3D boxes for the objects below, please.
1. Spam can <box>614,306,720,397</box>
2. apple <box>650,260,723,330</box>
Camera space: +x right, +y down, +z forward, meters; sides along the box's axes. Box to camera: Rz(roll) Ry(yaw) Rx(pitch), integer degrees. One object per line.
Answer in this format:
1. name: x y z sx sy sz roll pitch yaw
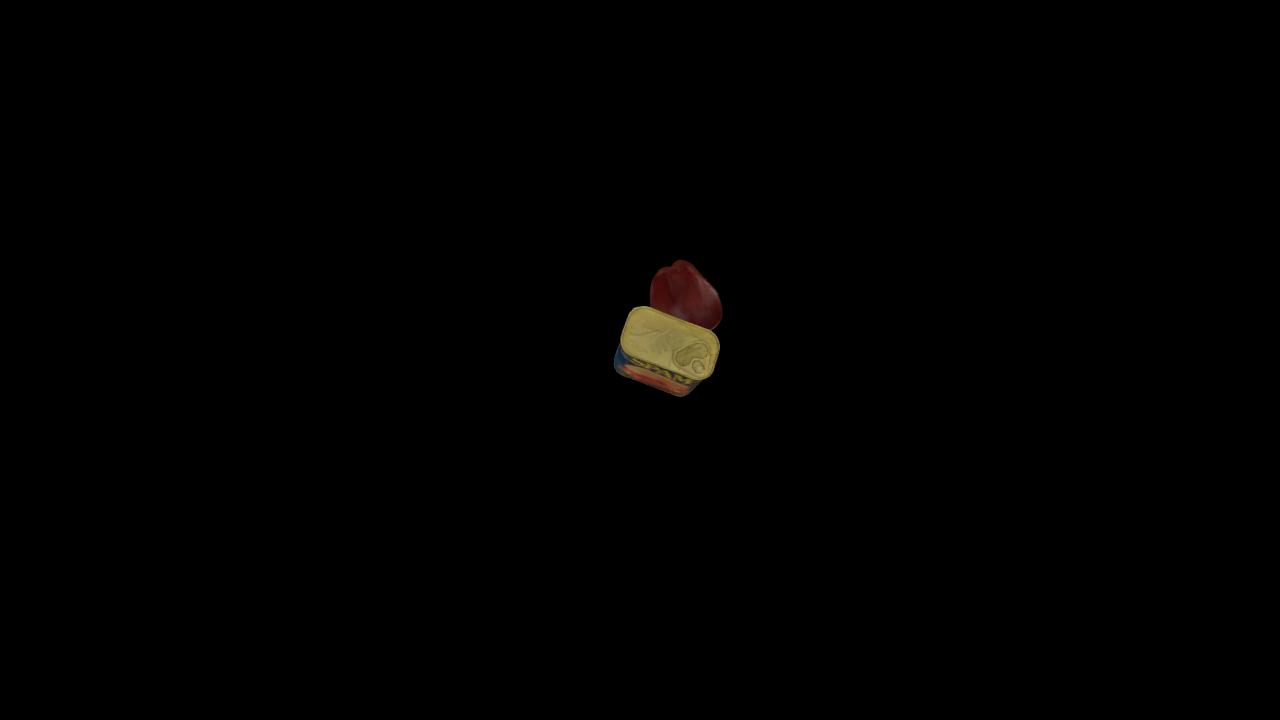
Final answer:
1. Spam can: 0.025 -0.006 0.662 0.101 0.058 0.085 21 -19 -3
2. apple: 0.051 -0.066 0.713 0.079 0.093 0.079 -26 18 9
